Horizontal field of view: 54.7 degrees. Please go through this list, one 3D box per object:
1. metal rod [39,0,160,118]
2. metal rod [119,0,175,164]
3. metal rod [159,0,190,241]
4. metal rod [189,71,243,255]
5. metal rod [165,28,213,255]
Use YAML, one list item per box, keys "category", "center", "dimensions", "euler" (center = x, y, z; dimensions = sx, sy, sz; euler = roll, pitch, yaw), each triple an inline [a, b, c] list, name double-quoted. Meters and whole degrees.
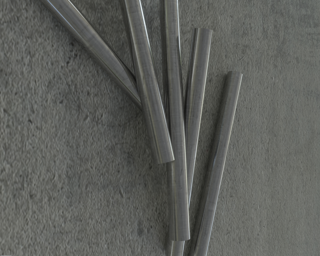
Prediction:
- category: "metal rod"
  center: [-0.053, -0.072, 0.359]
  dimensions: [0.300, 0.025, 0.025]
  euler: [48, 62, -30]
- category: "metal rod"
  center: [-0.026, -0.107, 0.358]
  dimensions: [0.025, 0.025, 0.298]
  euler: [-13, 91, -39]
- category: "metal rod"
  center: [0.018, -0.016, 0.385]
  dimensions: [0.025, 0.025, 0.298]
  euler: [3, 82, -40]
- category: "metal rod"
  center: [0.087, 0.054, 0.477]
  dimensions: [0.025, 0.025, 0.299]
  euler: [23, 76, -38]
- category: "metal rod"
  center: [0.036, 0.025, 0.403]
  dimensions: [0.025, 0.025, 0.298]
  euler: [0, 99, -40]
